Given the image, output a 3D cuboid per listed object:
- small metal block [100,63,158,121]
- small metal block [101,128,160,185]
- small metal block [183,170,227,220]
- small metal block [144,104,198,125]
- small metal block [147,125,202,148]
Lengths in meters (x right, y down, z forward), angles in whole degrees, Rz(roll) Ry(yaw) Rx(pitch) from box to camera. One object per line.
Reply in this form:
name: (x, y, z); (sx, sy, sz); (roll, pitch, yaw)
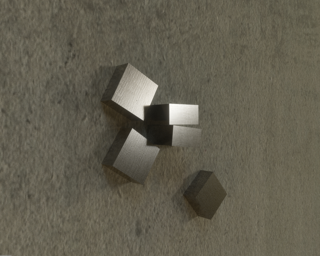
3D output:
small metal block: (-0.036, -0.042, 0.376); (0.050, 0.025, 0.050); (34, 69, -35)
small metal block: (-0.035, 0.034, 0.378); (0.050, 0.025, 0.050); (40, 66, -33)
small metal block: (0.069, 0.100, 0.465); (0.050, 0.025, 0.050); (-48, 119, -29)
small metal block: (0.014, -0.017, 0.402); (0.050, 0.050, 0.025); (-1, 91, -40)
small metal block: (0.018, 0.011, 0.406); (0.050, 0.050, 0.025); (7, 86, -40)
